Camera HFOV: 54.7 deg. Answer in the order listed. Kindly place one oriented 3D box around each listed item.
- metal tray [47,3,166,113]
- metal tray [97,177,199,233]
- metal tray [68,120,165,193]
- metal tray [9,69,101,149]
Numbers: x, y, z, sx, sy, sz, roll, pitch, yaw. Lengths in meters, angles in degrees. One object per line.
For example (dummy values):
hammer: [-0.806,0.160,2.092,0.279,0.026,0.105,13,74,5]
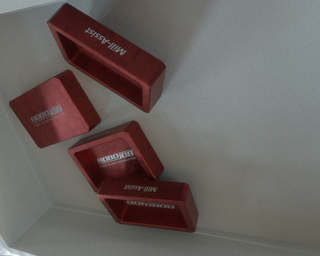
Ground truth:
metal tray: [-0.058,-0.076,0.358,0.130,0.030,0.090,33,165,6]
metal tray: [-0.016,0.114,0.456,0.130,0.030,0.090,0,137,20]
metal tray: [-0.069,0.049,0.471,0.130,0.030,0.090,-18,109,35]
metal tray: [-0.164,-0.025,0.477,0.130,0.030,0.090,-17,110,35]
